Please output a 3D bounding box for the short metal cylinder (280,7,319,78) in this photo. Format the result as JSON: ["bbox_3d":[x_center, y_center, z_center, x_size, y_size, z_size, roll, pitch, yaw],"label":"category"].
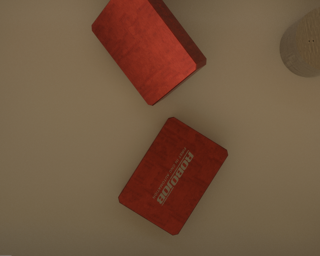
[{"bbox_3d":[0.205,-0.109,0.402,0.081,0.050,0.079,0,90,-1],"label":"short metal cylinder"}]

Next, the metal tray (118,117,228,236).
[{"bbox_3d":[0.017,0.061,0.409,0.090,0.030,0.130,32,90,-1],"label":"metal tray"}]

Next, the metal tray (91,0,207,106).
[{"bbox_3d":[-0.016,-0.104,0.384,0.090,0.030,0.130,-37,91,38],"label":"metal tray"}]
